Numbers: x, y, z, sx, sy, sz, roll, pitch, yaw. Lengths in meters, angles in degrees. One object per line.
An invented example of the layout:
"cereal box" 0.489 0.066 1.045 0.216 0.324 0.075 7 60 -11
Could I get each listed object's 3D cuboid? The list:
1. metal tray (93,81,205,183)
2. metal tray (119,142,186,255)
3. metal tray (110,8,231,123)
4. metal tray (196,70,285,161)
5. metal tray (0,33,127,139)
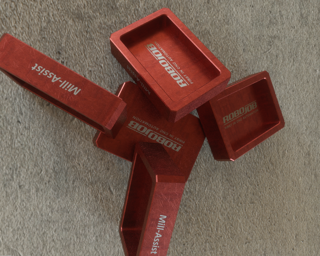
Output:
"metal tray" -0.009 0.008 0.405 0.131 0.030 0.090 27 81 -19
"metal tray" -0.014 0.091 0.351 0.030 0.090 0.129 6 109 -20
"metal tray" 0.011 -0.081 0.381 0.090 0.030 0.130 -33 72 -18
"metal tray" 0.116 -0.020 0.435 0.131 0.030 0.090 -26 99 -33
"metal tray" -0.098 -0.037 0.323 0.130 0.090 0.030 30 80 -1
